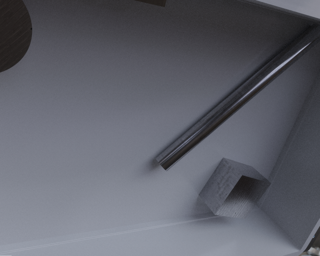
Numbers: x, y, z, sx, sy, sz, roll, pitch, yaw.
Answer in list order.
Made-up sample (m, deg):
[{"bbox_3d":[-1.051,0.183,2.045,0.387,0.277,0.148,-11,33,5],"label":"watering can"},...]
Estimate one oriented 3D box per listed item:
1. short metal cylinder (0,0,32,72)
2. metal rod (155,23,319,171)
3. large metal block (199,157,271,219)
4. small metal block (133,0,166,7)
[{"bbox_3d":[-0.151,-0.090,0.255,0.081,0.050,0.079,-14,125,-21],"label":"short metal cylinder"},{"bbox_3d":[0.116,-0.044,0.446,0.300,0.025,0.025,-40,130,-1],"label":"metal rod"},{"bbox_3d":[0.128,0.105,0.530,0.080,0.050,0.080,19,108,-36],"label":"large metal block"},{"bbox_3d":[-0.025,-0.137,0.295,0.050,0.050,0.025,1,118,-29],"label":"small metal block"}]
